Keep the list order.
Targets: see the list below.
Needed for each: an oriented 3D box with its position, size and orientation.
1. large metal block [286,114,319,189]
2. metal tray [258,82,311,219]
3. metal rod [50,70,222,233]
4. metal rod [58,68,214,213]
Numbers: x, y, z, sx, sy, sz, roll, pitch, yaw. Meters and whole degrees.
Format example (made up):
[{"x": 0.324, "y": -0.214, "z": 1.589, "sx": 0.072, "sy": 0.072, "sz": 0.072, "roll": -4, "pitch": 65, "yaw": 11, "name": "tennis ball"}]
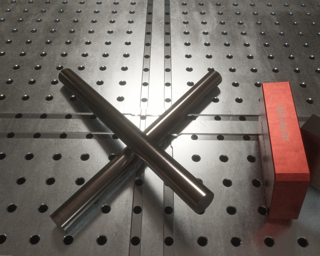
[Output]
[{"x": 0.191, "y": 0.032, "z": 0.347, "sx": 0.080, "sy": 0.050, "sz": 0.081, "roll": 32, "pitch": 29, "yaw": 24, "name": "large metal block"}, {"x": 0.132, "y": 0.023, "z": 0.345, "sx": 0.030, "sy": 0.090, "sz": 0.130, "roll": -2, "pitch": 49, "yaw": 13, "name": "metal tray"}, {"x": -0.011, "y": 0.011, "z": 0.397, "sx": 0.025, "sy": 0.025, "sz": 0.301, "roll": 32, "pitch": 57, "yaw": 24, "name": "metal rod"}, {"x": -0.051, "y": -0.005, "z": 0.382, "sx": 0.025, "sy": 0.025, "sz": 0.300, "roll": -31, "pitch": 49, "yaw": -24, "name": "metal rod"}]
